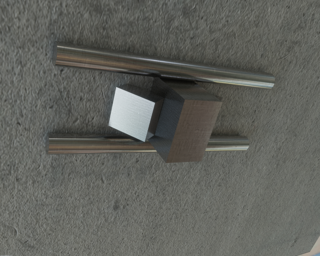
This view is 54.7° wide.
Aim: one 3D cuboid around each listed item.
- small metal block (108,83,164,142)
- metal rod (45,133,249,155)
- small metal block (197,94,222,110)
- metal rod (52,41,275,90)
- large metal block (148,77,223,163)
[{"bbox_3d":[-0.028,-0.019,0.365,0.025,0.050,0.050,-36,146,-60],"label":"small metal block"},{"bbox_3d":[0.004,0.021,0.425,0.303,0.025,0.025,2,118,-30],"label":"metal rod"},{"bbox_3d":[0.062,-0.016,0.416,0.025,0.050,0.050,19,114,9],"label":"small metal block"},{"bbox_3d":[0.027,-0.071,0.381,0.303,0.025,0.025,1,118,-29],"label":"metal rod"},{"bbox_3d":[0.021,-0.014,0.380,0.050,0.080,0.079,1,118,-29],"label":"large metal block"}]
